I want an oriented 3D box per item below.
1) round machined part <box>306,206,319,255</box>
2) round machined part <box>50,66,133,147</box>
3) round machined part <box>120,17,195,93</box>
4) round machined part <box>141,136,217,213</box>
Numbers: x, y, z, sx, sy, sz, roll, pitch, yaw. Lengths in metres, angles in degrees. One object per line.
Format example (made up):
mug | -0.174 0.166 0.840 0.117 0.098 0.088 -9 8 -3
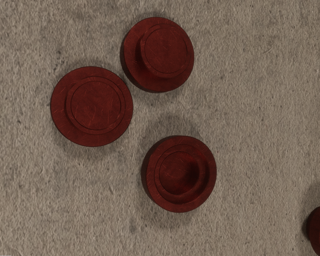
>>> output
round machined part | 0.281 0.166 0.507 0.099 0.042 0.097 0 90 -21
round machined part | -0.079 -0.026 0.371 0.099 0.042 0.097 0 90 -21
round machined part | 0.001 -0.096 0.401 0.099 0.042 0.097 0 90 -21
round machined part | 0.022 0.058 0.409 0.099 0.042 0.097 0 90 -21
